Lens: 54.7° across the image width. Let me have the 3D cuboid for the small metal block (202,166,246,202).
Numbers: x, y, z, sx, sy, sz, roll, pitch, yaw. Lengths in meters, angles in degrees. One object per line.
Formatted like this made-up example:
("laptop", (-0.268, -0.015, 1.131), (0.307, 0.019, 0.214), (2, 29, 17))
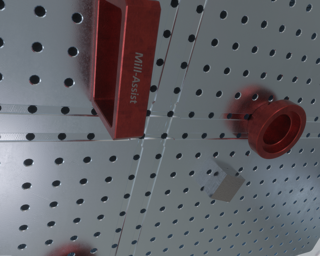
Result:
("small metal block", (0.110, 0.097, 0.531), (0.050, 0.025, 0.050), (20, 108, -36))

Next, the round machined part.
("round machined part", (0.181, -0.002, 0.498), (0.099, 0.042, 0.097), (-14, 124, -21))

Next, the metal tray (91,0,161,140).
("metal tray", (-0.040, -0.065, 0.307), (0.030, 0.090, 0.129), (-5, 121, -26))
